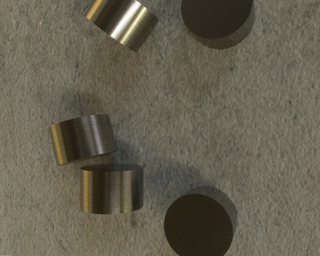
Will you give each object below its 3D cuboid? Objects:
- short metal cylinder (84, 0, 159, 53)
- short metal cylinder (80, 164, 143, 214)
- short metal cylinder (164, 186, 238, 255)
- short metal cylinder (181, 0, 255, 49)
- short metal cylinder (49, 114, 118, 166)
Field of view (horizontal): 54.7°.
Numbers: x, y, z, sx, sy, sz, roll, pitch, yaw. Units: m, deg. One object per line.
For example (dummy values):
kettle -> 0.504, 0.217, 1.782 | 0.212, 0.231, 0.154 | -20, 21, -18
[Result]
short metal cylinder -> -0.048, -0.141, 0.396 | 0.080, 0.080, 0.050 | 40, 103, 15
short metal cylinder -> -0.062, 0.076, 0.400 | 0.080, 0.080, 0.050 | 0, 90, 19
short metal cylinder -> 0.051, 0.115, 0.377 | 0.080, 0.050, 0.079 | 0, 90, 19
short metal cylinder -> 0.071, -0.140, 0.370 | 0.080, 0.050, 0.079 | 0, 90, 19
short metal cylinder -> -0.102, 0.017, 0.414 | 0.080, 0.080, 0.050 | -16, 85, 19
